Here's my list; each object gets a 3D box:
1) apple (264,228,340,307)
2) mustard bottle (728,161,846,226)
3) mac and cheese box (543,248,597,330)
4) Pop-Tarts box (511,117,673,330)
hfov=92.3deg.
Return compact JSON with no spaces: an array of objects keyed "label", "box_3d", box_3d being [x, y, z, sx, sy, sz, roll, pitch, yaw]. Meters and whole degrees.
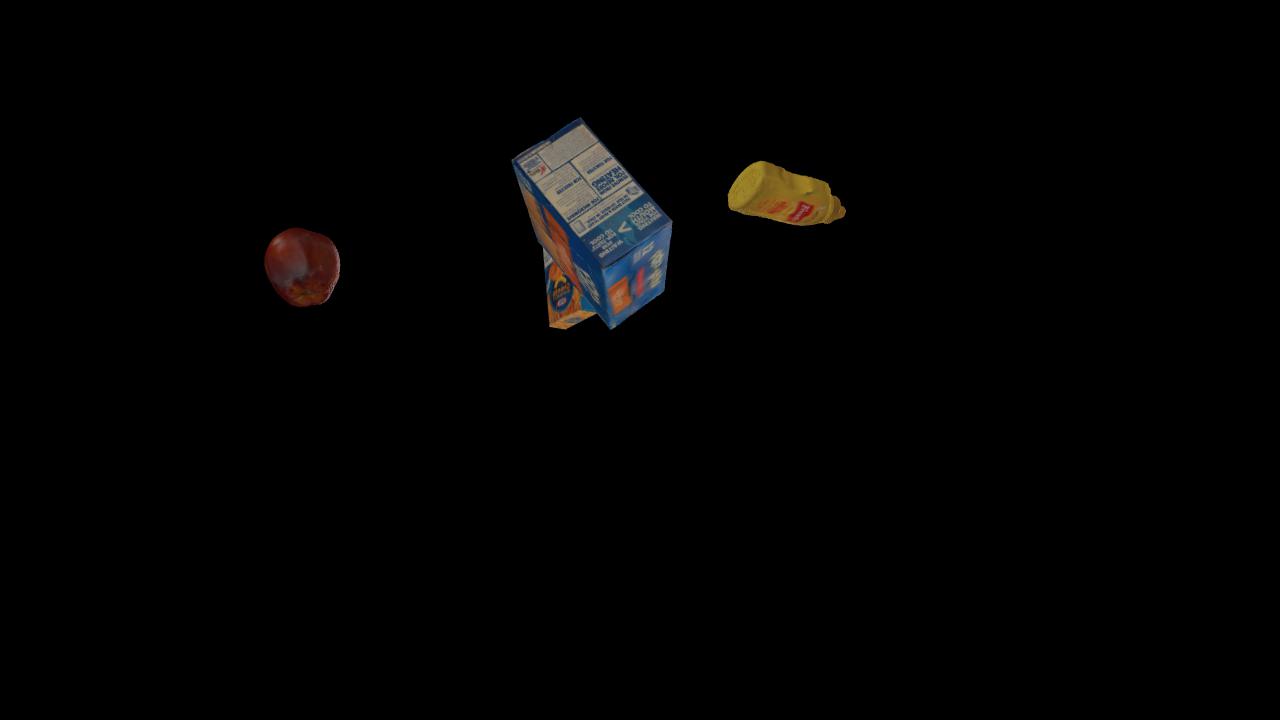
[{"label":"apple","box_3d":[-0.375,-0.102,0.684,0.079,0.093,0.079,-21,-32,-14]},{"label":"mustard bottle","box_3d":[0.229,-0.236,0.905,0.184,0.054,0.092,7,-27,-25]},{"label":"mac and cheese box","box_3d":[-0.118,-0.152,1.008,0.041,0.184,0.093,6,-19,-43]},{"label":"Pop-Tarts box","box_3d":[-0.045,-0.129,0.627,0.083,0.141,0.167,-38,-12,-9]}]
